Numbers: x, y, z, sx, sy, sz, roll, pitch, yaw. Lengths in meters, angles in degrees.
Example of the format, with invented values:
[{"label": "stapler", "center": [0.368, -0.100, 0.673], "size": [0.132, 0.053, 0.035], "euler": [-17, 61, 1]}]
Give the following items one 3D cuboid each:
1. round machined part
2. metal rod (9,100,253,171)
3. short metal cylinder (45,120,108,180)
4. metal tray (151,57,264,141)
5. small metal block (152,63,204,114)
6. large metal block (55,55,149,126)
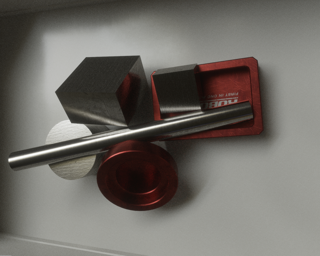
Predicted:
[{"label": "round machined part", "center": [-0.027, 0.055, 0.391], "size": [0.099, 0.042, 0.097], "euler": [1, 122, 2]}, {"label": "metal rod", "center": [-0.041, 0.011, 0.378], "size": [0.301, 0.025, 0.025], "euler": [-12, 86, 8]}, {"label": "short metal cylinder", "center": [-0.111, 0.029, 0.432], "size": [0.080, 0.050, 0.079], "euler": [0, 90, 19]}, {"label": "metal tray", "center": [0.057, -0.032, 0.385], "size": [0.130, 0.030, 0.089], "euler": [-5, 88, 19]}, {"label": "small metal block", "center": [0.023, -0.048, 0.377], "size": [0.050, 0.025, 0.050], "euler": [-5, 115, 20]}, {"label": "large metal block", "center": [-0.070, -0.049, 0.395], "size": [0.080, 0.080, 0.050], "euler": [3, 133, 20]}]
